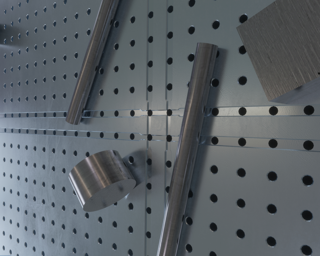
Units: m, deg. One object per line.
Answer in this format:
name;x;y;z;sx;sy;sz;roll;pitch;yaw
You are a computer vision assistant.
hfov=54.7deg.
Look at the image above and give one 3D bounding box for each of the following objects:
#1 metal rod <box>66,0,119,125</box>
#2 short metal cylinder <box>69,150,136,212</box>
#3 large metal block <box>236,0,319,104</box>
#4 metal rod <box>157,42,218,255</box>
metal rod;-0.096;-0.143;0.488;0.025;0.025;0.298;35;111;34
short metal cylinder;-0.082;0.076;0.441;0.080;0.081;0.050;-48;61;29
large metal block;0.130;-0.076;0.285;0.080;0.050;0.080;-29;72;36
metal rod;0.030;0.048;0.384;0.025;0.025;0.298;17;101;39
